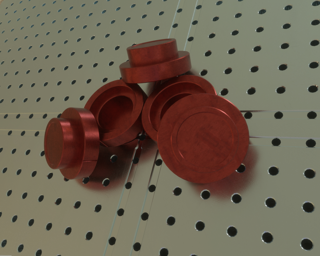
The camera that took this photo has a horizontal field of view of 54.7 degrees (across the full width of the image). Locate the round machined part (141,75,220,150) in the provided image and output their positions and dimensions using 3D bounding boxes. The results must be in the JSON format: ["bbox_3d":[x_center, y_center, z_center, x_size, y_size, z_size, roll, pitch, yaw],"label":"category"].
[{"bbox_3d":[0.030,-0.015,0.390,0.098,0.042,0.098,-13,56,20],"label":"round machined part"}]

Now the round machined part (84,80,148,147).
[{"bbox_3d":[-0.058,-0.017,0.435,0.098,0.042,0.098,-13,56,20],"label":"round machined part"}]

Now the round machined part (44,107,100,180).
[{"bbox_3d":[-0.124,0.021,0.418,0.098,0.042,0.097,-3,86,50],"label":"round machined part"}]

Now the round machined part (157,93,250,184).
[{"bbox_3d":[0.046,0.011,0.331,0.099,0.042,0.097,0,91,3],"label":"round machined part"}]

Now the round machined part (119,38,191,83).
[{"bbox_3d":[-0.008,-0.096,0.426,0.099,0.042,0.098,-10,21,4],"label":"round machined part"}]
